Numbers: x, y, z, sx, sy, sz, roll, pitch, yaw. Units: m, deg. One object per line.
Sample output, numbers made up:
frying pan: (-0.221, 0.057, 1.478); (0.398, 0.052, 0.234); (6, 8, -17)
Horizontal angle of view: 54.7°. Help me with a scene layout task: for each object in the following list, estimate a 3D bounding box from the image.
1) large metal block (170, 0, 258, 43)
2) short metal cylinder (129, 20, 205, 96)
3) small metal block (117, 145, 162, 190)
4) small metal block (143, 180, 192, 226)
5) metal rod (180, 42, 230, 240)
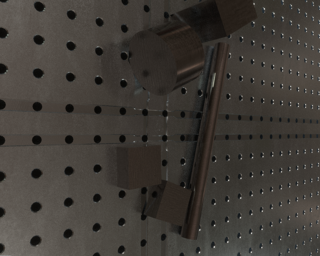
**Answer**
large metal block: (0.077, -0.159, 0.440); (0.080, 0.080, 0.050); (-37, 113, -34)
short metal cylinder: (0.007, -0.086, 0.381); (0.050, 0.080, 0.080); (-32, 111, -35)
small metal block: (-0.026, 0.047, 0.390); (0.050, 0.025, 0.050); (-2, 92, -40)
small metal block: (0.012, 0.101, 0.421); (0.050, 0.025, 0.050); (29, 72, -37)
metal rod: (0.070, 0.013, 0.470); (0.025, 0.025, 0.299); (19, 78, -39)
